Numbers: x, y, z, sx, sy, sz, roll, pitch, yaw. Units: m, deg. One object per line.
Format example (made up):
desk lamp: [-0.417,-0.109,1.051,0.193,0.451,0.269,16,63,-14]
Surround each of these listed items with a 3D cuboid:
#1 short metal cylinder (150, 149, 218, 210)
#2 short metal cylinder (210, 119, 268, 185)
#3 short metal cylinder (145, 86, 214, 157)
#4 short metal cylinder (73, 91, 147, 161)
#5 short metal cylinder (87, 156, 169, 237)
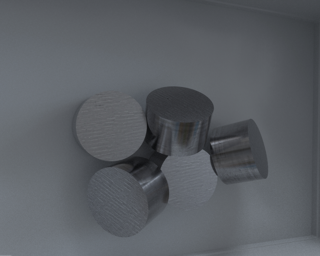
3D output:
short metal cylinder: [0.028,0.062,0.407,0.081,0.050,0.079,0,90,-21]
short metal cylinder: [0.107,0.032,0.415,0.080,0.050,0.080,36,46,-49]
short metal cylinder: [0.021,-0.010,0.381,0.081,0.080,0.050,-9,129,-20]
short metal cylinder: [-0.062,-0.002,0.372,0.081,0.050,0.079,0,90,-21]
short metal cylinder: [-0.036,0.078,0.360,0.050,0.080,0.079,-18,99,-62]
